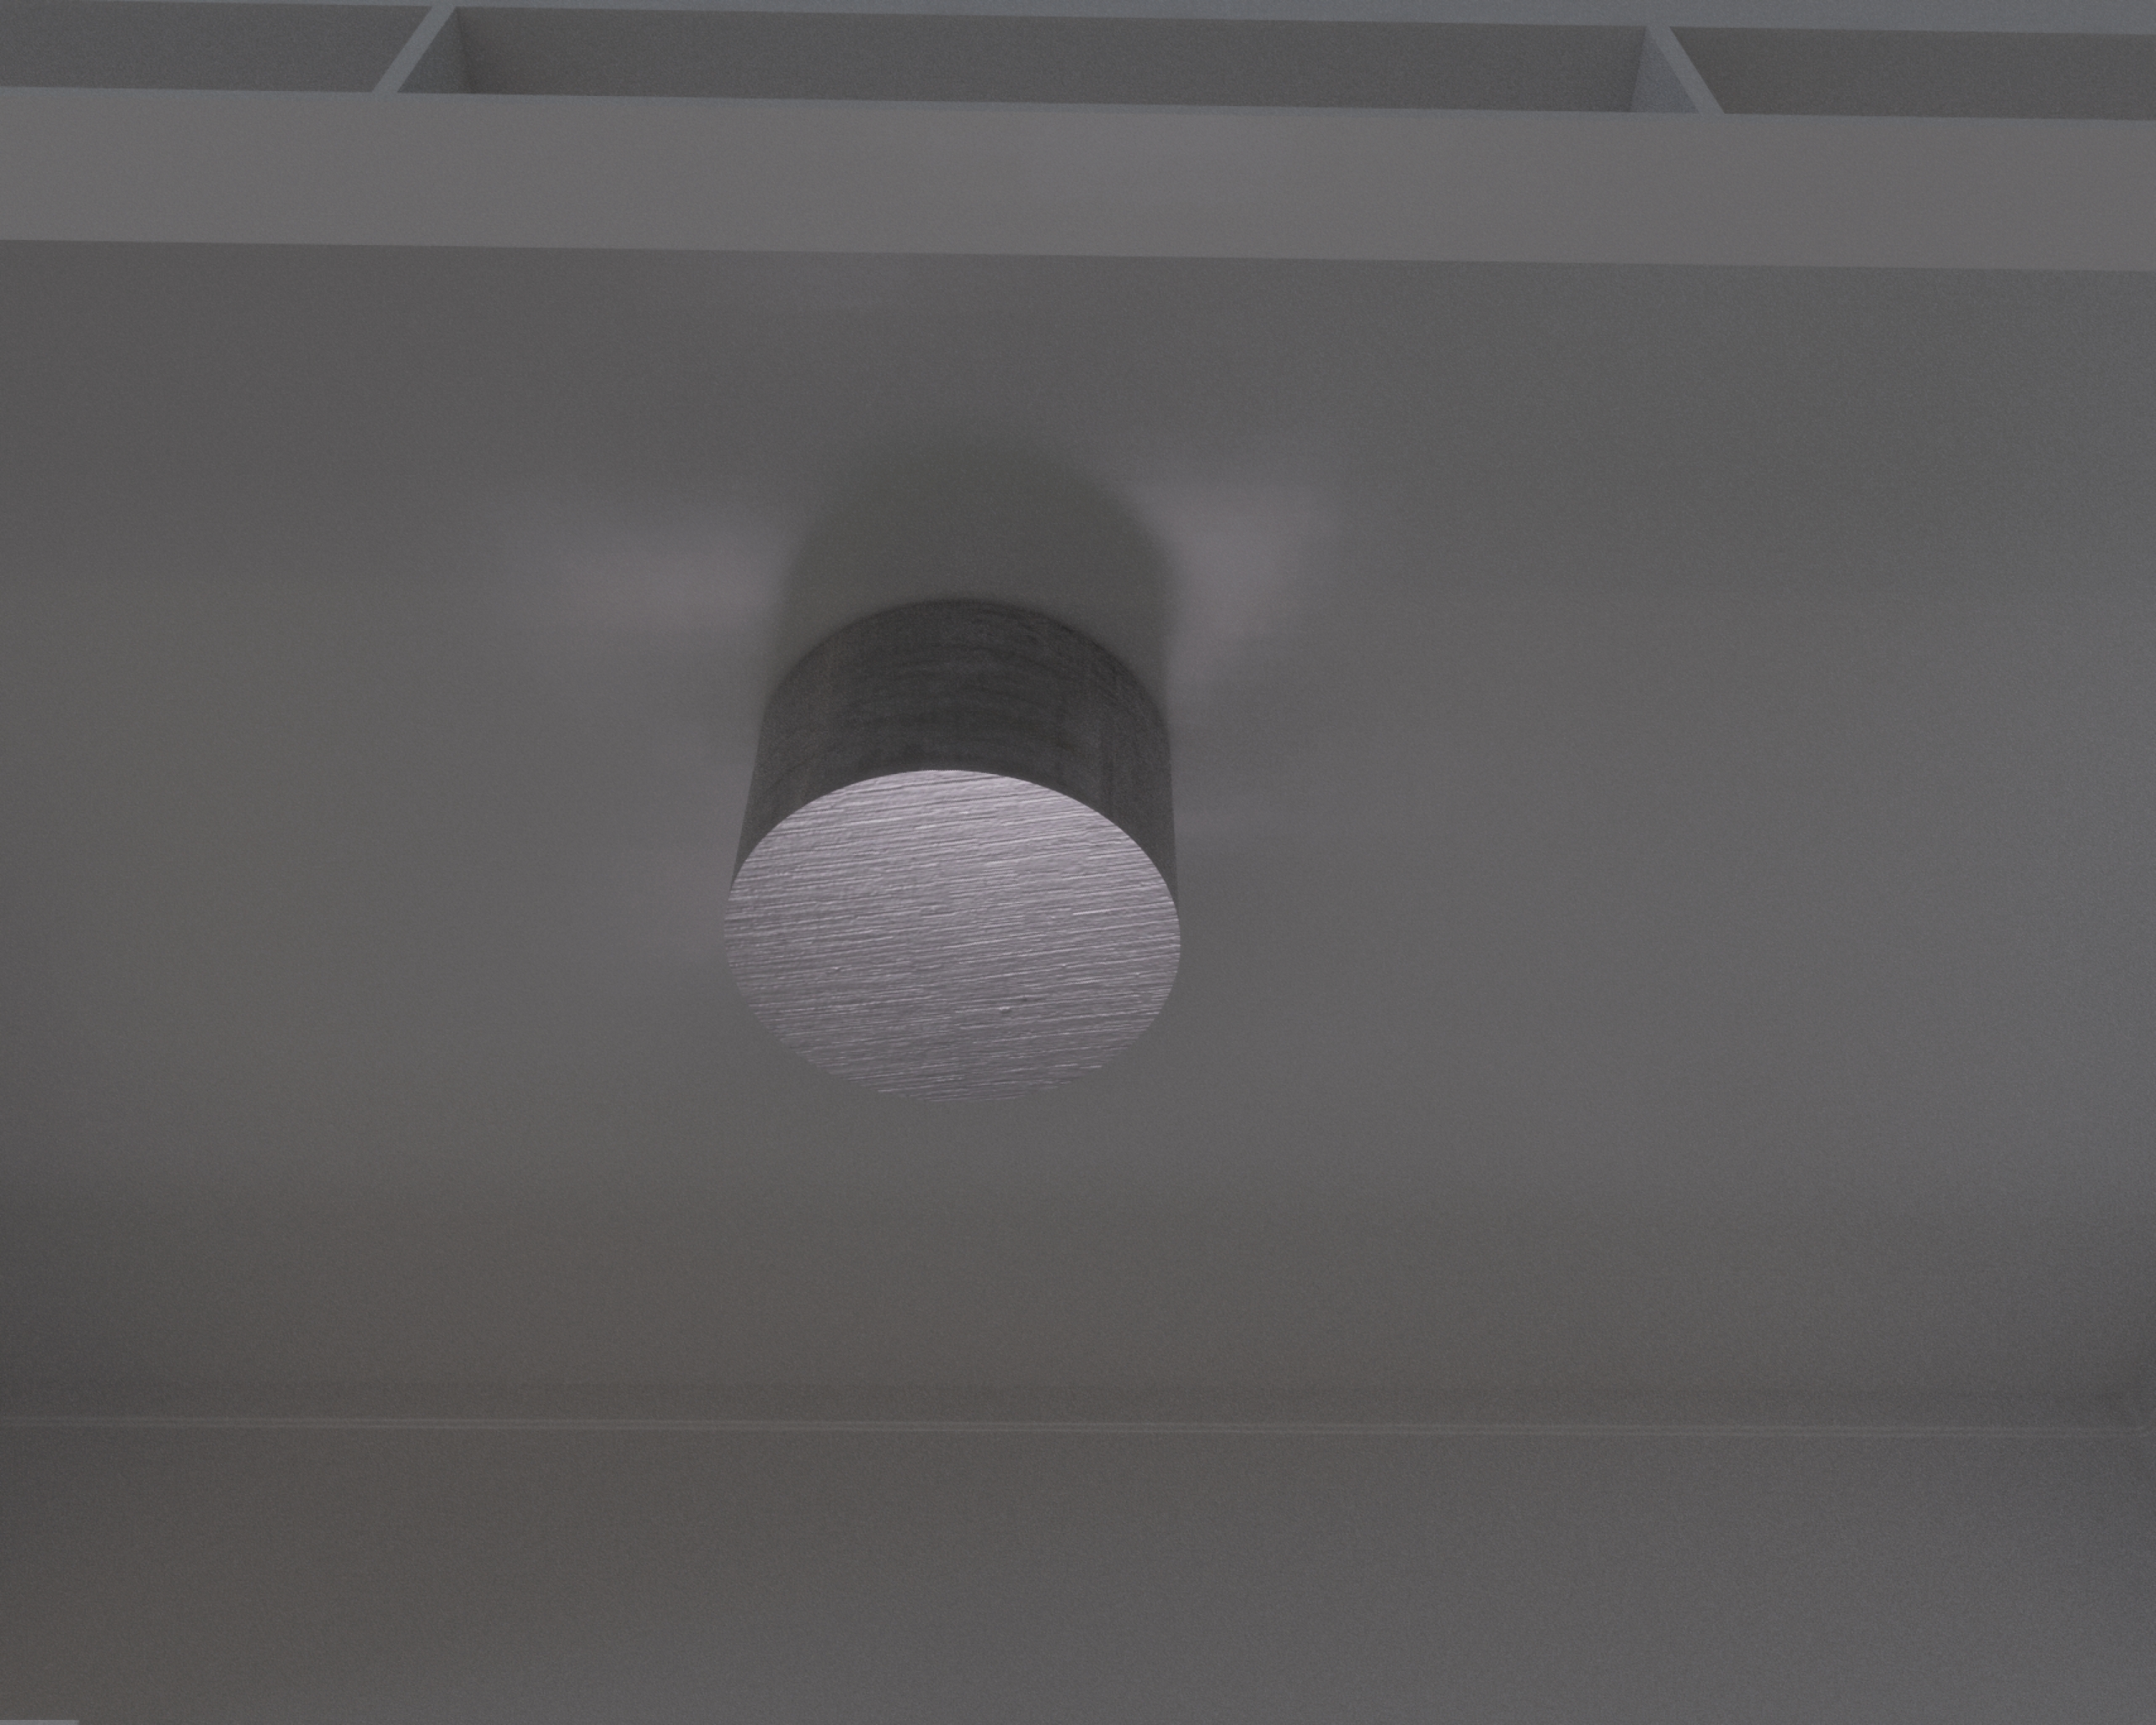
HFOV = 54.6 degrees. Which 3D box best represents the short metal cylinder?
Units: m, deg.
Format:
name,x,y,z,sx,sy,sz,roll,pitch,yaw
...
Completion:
name,x,y,z,sx,sy,sz,roll,pitch,yaw
short metal cylinder,-0.022,-0.001,0.389,0.080,0.050,0.080,0,130,0
